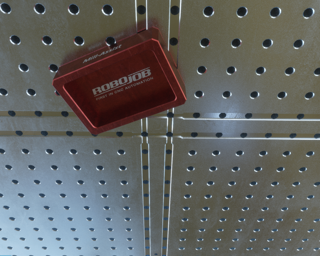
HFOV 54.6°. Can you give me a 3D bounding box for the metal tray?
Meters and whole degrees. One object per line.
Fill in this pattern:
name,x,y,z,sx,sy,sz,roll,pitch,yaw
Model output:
metal tray,-0.045,-0.050,0.365,0.130,0.030,0.090,-19,128,15
